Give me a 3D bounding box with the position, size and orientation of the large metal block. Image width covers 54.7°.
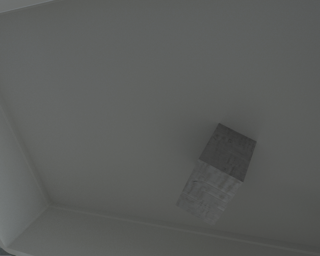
[{"bbox_3d":[0.067,0.054,0.370,0.050,0.080,0.079,28,128,10],"label":"large metal block"}]
